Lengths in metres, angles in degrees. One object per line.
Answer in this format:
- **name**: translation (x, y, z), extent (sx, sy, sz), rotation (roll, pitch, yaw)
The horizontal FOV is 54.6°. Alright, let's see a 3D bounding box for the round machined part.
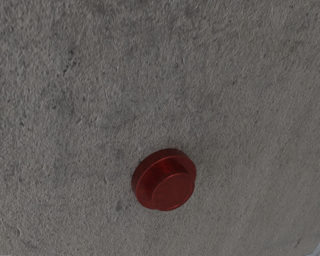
- **round machined part**: translation (0.011, 0.082, 0.452), extent (0.099, 0.042, 0.097), rotation (-14, 124, -21)
